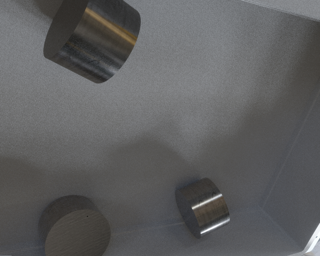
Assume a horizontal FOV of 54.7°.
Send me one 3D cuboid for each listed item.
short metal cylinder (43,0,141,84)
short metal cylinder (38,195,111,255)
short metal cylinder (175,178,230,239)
[{"bbox_3d":[-0.063,-0.088,0.284,0.050,0.080,0.080,26,104,-37],"label":"short metal cylinder"},{"bbox_3d":[-0.111,0.133,0.399,0.081,0.050,0.079,-6,103,-29],"label":"short metal cylinder"},{"bbox_3d":[0.065,0.125,0.485,0.050,0.080,0.080,-21,127,-16],"label":"short metal cylinder"}]
